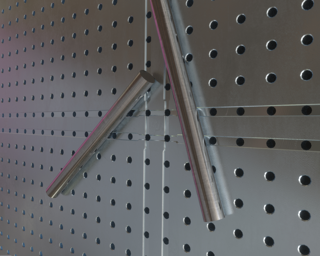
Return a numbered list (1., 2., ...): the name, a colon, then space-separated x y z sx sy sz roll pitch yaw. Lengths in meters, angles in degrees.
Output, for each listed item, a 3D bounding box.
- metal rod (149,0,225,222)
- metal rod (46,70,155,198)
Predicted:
1. metal rod: 0.029 -0.038 0.383 0.025 0.025 0.299 -21 77 38
2. metal rod: -0.107 0.024 0.494 0.299 0.025 0.025 -46 63 29
